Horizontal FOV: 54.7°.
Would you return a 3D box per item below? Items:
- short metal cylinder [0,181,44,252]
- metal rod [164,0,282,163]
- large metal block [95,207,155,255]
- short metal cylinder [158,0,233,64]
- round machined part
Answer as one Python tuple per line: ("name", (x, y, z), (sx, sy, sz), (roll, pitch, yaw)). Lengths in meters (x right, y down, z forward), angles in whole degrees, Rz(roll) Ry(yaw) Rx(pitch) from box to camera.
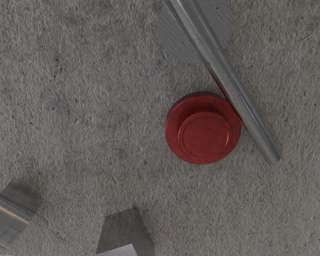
("short metal cylinder", (-0.206, 0.119, 0.422), (0.050, 0.080, 0.080), (37, 106, -13))
("metal rod", (0.074, -0.056, 0.344), (0.025, 0.025, 0.300), (-33, 124, 11))
("large metal block", (-0.045, 0.175, 0.445), (0.050, 0.080, 0.080), (-19, 109, 7))
("short metal cylinder", (0.038, -0.117, 0.354), (0.081, 0.050, 0.079), (0, 110, 0))
("round machined part", (0.056, 0.005, 0.403), (0.099, 0.042, 0.097), (0, 110, 0))
